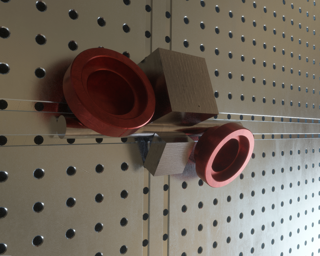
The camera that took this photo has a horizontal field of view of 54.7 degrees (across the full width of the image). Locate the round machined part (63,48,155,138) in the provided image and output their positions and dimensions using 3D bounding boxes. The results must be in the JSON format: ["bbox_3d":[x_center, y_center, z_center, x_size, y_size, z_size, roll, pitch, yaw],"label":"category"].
[{"bbox_3d":[-0.057,-0.034,0.334,0.099,0.042,0.098,21,52,-29],"label":"round machined part"}]

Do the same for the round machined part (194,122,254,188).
[{"bbox_3d":[0.089,0.036,0.457,0.099,0.042,0.097,-21,127,-29],"label":"round machined part"}]

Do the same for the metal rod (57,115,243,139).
[{"bbox_3d":[0.013,0.000,0.421,0.302,0.025,0.025,0,90,-40],"label":"metal rod"}]

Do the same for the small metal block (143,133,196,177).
[{"bbox_3d":[0.012,0.034,0.407,0.050,0.025,0.050,1,118,-40],"label":"small metal block"}]

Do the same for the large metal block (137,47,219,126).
[{"bbox_3d":[0.021,-0.048,0.396,0.081,0.050,0.080,1,71,-40],"label":"large metal block"}]
